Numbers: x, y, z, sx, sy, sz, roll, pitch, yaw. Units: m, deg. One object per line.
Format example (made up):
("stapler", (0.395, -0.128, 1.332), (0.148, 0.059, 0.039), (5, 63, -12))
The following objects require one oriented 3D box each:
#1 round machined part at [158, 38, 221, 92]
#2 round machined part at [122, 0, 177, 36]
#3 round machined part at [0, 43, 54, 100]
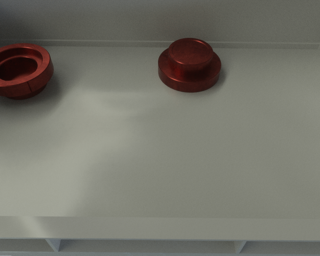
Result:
("round machined part", (0.046, -0.104, 0.482), (0.099, 0.042, 0.098), (0, 50, 0))
("round machined part", (-0.019, -0.206, 0.570), (0.099, 0.042, 0.098), (0, 50, 0))
("round machined part", (-0.207, -0.079, 0.458), (0.099, 0.042, 0.098), (0, 50, 0))
